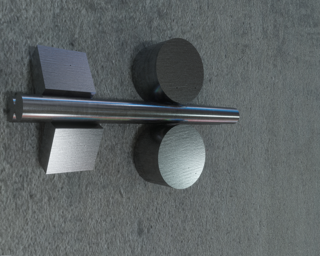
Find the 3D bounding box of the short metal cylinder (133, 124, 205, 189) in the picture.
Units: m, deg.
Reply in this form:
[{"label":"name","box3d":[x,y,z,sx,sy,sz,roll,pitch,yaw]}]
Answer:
[{"label":"short metal cylinder","box3d":[0.013,0.035,0.400,0.081,0.050,0.079,0,90,-40]}]

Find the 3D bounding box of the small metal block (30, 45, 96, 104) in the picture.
[{"label":"small metal block","box3d":[-0.098,-0.052,0.312,0.050,0.025,0.050,0,63,-40]}]

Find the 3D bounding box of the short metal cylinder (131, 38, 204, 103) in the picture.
[{"label":"short metal cylinder","box3d":[0.011,-0.070,0.398,0.081,0.050,0.079,0,90,-40]}]

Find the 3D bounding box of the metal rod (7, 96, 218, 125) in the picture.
[{"label":"metal rod","box3d":[-0.024,-0.017,0.386,0.302,0.025,0.025,0,90,-40]}]

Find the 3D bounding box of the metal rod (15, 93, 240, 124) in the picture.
[{"label":"metal rod","box3d":[-0.007,-0.018,0.368,0.302,0.025,0.025,0,90,-40]}]

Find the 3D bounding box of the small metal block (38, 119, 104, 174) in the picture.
[{"label":"small metal block","box3d":[-0.091,0.017,0.317,0.050,0.025,0.050,1,116,-41]}]
